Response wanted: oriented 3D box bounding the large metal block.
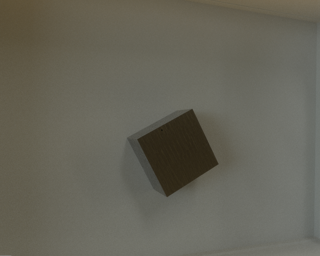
[{"bbox_3d":[0.016,0.030,0.403,0.080,0.050,0.080,-29,100,-18],"label":"large metal block"}]
